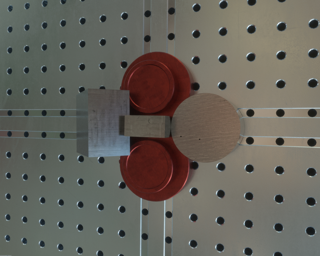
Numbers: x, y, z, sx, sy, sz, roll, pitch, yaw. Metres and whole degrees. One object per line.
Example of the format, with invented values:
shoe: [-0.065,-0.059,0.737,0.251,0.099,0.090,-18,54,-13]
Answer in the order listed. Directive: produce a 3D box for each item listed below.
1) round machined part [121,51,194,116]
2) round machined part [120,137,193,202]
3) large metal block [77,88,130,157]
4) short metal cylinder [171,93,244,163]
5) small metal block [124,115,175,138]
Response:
round machined part: [-0.008,-0.052,0.406,0.098,0.042,0.097,0,90,20]
round machined part: [-0.009,0.048,0.407,0.098,0.042,0.097,0,90,20]
large metal block: [-0.077,-0.006,0.404,0.050,0.080,0.080,0,90,-25]
short metal cylinder: [0.059,0.000,0.377,0.080,0.050,0.080,0,90,20]
small metal block: [-0.009,-0.002,0.379,0.050,0.050,0.025,2,91,20]
